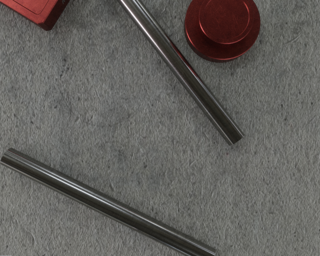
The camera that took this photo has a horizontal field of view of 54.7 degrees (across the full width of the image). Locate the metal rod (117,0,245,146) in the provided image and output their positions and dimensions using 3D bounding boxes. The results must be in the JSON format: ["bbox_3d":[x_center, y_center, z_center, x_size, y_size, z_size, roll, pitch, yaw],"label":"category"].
[{"bbox_3d":[0.010,-0.102,0.410,0.025,0.025,0.300,-38,90,0],"label":"metal rod"}]

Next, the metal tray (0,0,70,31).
[{"bbox_3d":[-0.154,-0.207,0.405,0.090,0.030,0.130,32,90,0],"label":"metal tray"}]

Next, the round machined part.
[{"bbox_3d":[0.082,-0.138,0.402,0.099,0.042,0.097,0,90,0],"label":"round machined part"}]

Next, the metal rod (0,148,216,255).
[{"bbox_3d":[-0.067,0.104,0.409,0.301,0.025,0.025,27,90,0],"label":"metal rod"}]
